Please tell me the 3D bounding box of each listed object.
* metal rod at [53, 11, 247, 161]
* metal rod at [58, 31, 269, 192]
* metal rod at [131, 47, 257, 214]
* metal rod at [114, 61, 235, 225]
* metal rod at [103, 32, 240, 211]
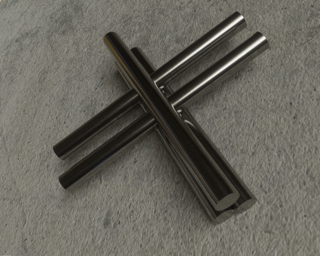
[{"bbox_3d":[-0.016,-0.054,0.413,0.300,0.025,0.025,-36,51,3],"label":"metal rod"},{"bbox_3d":[0.002,-0.018,0.382,0.300,0.025,0.025,-36,51,3],"label":"metal rod"},{"bbox_3d":[0.023,-0.020,0.404,0.025,0.025,0.300,-36,51,4],"label":"metal rod"},{"bbox_3d":[0.002,-0.008,0.408,0.025,0.025,0.300,-36,51,4],"label":"metal rod"},{"bbox_3d":[-0.006,-0.033,0.363,0.025,0.025,0.300,-37,51,3],"label":"metal rod"}]
